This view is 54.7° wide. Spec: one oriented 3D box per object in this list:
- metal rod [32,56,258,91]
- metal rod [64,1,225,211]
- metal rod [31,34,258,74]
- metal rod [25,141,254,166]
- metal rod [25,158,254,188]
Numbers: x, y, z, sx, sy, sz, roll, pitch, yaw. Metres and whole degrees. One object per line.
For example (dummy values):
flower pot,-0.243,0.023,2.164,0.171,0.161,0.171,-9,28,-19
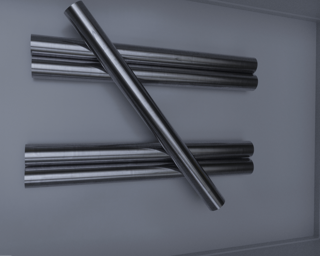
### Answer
metal rod,-0.005,-0.068,0.407,0.302,0.025,0.025,1,90,-20
metal rod,-0.011,-0.017,0.379,0.025,0.025,0.299,-40,103,-16
metal rod,-0.005,-0.093,0.406,0.302,0.025,0.025,1,90,-20
metal rod,-0.011,0.031,0.404,0.302,0.025,0.025,0,90,-20
metal rod,-0.011,0.056,0.404,0.302,0.025,0.025,0,90,-20
